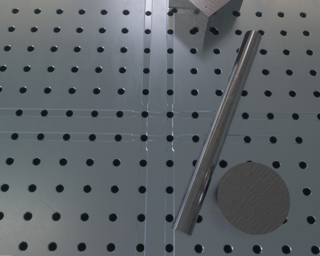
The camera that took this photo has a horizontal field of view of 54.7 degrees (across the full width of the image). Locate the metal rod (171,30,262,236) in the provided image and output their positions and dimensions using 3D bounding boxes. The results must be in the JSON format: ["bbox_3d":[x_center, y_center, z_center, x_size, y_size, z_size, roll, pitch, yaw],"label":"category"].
[{"bbox_3d":[0.082,-0.007,0.414,0.025,0.025,0.300,21,71,7],"label":"metal rod"}]

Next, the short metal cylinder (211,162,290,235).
[{"bbox_3d":[0.104,0.085,0.368,0.081,0.050,0.080,0,70,0],"label":"short metal cylinder"}]

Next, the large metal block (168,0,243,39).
[{"bbox_3d":[0.070,-0.198,0.471,0.080,0.050,0.080,-40,75,-13],"label":"large metal block"}]
